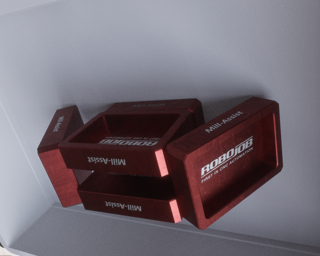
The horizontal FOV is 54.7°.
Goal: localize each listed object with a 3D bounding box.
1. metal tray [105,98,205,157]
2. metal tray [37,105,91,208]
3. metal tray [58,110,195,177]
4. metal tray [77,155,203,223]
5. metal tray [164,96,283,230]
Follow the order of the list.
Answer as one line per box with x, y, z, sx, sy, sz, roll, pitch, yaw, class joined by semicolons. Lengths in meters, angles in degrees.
-0.004;0.010;0.412;0.130;0.030;0.089;-1;118;28;metal tray
-0.123;0.033;0.426;0.030;0.130;0.089;-15;116;0;metal tray
-0.036;0.013;0.352;0.130;0.090;0.030;0;118;28;metal tray
-0.022;0.066;0.378;0.130;0.090;0.030;0;118;28;metal tray
0.073;0.033;0.322;0.030;0.131;0.089;23;134;52;metal tray
